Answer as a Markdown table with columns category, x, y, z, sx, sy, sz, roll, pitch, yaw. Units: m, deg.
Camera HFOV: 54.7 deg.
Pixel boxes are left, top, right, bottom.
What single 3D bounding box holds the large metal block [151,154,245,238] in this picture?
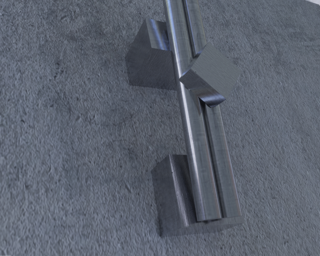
| category | x | y | z | sx | sy | sz | roll | pitch | yaw |
| --- | --- | --- | --- | --- | --- | --- | --- | --- | --- |
| large metal block | 0.041 | 0.079 | 0.362 | 0.081 | 0.050 | 0.080 | 5 | 60 | -26 |

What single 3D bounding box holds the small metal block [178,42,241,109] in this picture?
| category | x | y | z | sx | sy | sz | roll | pitch | yaw |
| --- | --- | --- | --- | --- | --- | --- | --- | --- | --- |
| small metal block | 0.057 | -0.059 | 0.346 | 0.050 | 0.025 | 0.050 | 39 | 56 | -9 |

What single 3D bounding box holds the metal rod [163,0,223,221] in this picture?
| category | x | y | z | sx | sy | sz | roll | pitch | yaw |
| --- | --- | --- | --- | --- | --- | --- | --- | --- | --- |
| metal rod | 0.031 | -0.048 | 0.358 | 0.025 | 0.025 | 0.299 | 3 | 67 | -27 |

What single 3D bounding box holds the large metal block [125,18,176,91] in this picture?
| category | x | y | z | sx | sy | sz | roll | pitch | yaw |
| --- | --- | --- | --- | --- | --- | --- | --- | --- | --- |
| large metal block | 0.005 | -0.098 | 0.432 | 0.081 | 0.080 | 0.050 | 3 | 61 | -27 |

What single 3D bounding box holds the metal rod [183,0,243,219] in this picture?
| category | x | y | z | sx | sy | sz | roll | pitch | yaw |
| --- | --- | --- | --- | --- | --- | --- | --- | --- | --- |
| metal rod | 0.055 | -0.047 | 0.370 | 0.025 | 0.025 | 0.299 | 3 | 67 | -27 |
